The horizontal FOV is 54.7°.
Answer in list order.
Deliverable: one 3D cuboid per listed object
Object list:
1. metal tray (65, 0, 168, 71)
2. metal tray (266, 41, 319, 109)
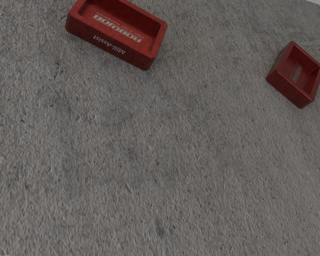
[{"bbox_3d":[-0.060,-0.151,0.459,0.131,0.030,0.090,26,53,-12],"label":"metal tray"},{"bbox_3d":[0.269,-0.108,0.610,0.090,0.030,0.131,40,51,-1],"label":"metal tray"}]
